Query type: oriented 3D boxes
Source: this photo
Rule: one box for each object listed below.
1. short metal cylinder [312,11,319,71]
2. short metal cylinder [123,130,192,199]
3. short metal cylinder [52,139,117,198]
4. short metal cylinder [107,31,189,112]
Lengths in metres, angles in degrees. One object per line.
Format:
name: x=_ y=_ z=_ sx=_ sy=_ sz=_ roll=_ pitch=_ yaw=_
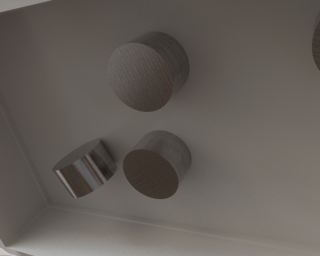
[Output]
short metal cylinder: x=0.171 y=-0.078 z=0.255 sx=0.080 sy=0.050 sz=0.079 roll=13 pitch=124 yaw=20
short metal cylinder: x=-0.003 y=0.050 z=0.424 sx=0.080 sy=0.050 sz=0.079 roll=13 pitch=124 yaw=20
short metal cylinder: x=-0.112 y=0.060 z=0.467 sx=0.080 sy=0.080 sz=0.050 roll=-20 pitch=108 yaw=35
short metal cylinder: x=-0.012 y=-0.065 z=0.358 sx=0.080 sy=0.050 sz=0.079 roll=13 pitch=124 yaw=20
